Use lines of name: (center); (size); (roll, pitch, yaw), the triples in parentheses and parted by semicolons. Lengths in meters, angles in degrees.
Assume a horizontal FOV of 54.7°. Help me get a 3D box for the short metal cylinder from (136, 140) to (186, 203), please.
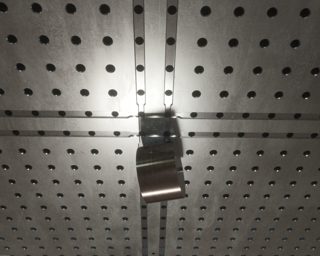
short metal cylinder: (0.003, 0.060, 0.427); (0.050, 0.080, 0.080); (-11, 130, 9)
